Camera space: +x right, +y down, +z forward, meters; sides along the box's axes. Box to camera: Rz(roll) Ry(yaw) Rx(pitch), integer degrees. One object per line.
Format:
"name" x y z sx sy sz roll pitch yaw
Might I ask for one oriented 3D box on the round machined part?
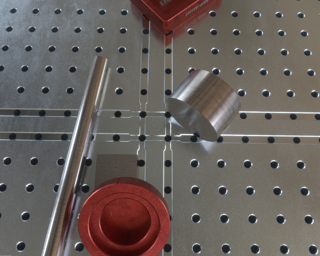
"round machined part" -0.038 0.102 0.351 0.099 0.042 0.097 0 99 0

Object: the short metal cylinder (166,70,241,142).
"short metal cylinder" 0.054 -0.027 0.393 0.080 0.080 0.050 37 74 12

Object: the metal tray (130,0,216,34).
"metal tray" 0.028 -0.218 0.489 0.130 0.030 0.090 -38 75 -13

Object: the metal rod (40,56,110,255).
"metal rod" -0.107 0.042 0.394 0.025 0.025 0.299 8 70 2

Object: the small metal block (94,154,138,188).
"small metal block" -0.054 0.060 0.389 0.050 0.025 0.050 1 70 0
